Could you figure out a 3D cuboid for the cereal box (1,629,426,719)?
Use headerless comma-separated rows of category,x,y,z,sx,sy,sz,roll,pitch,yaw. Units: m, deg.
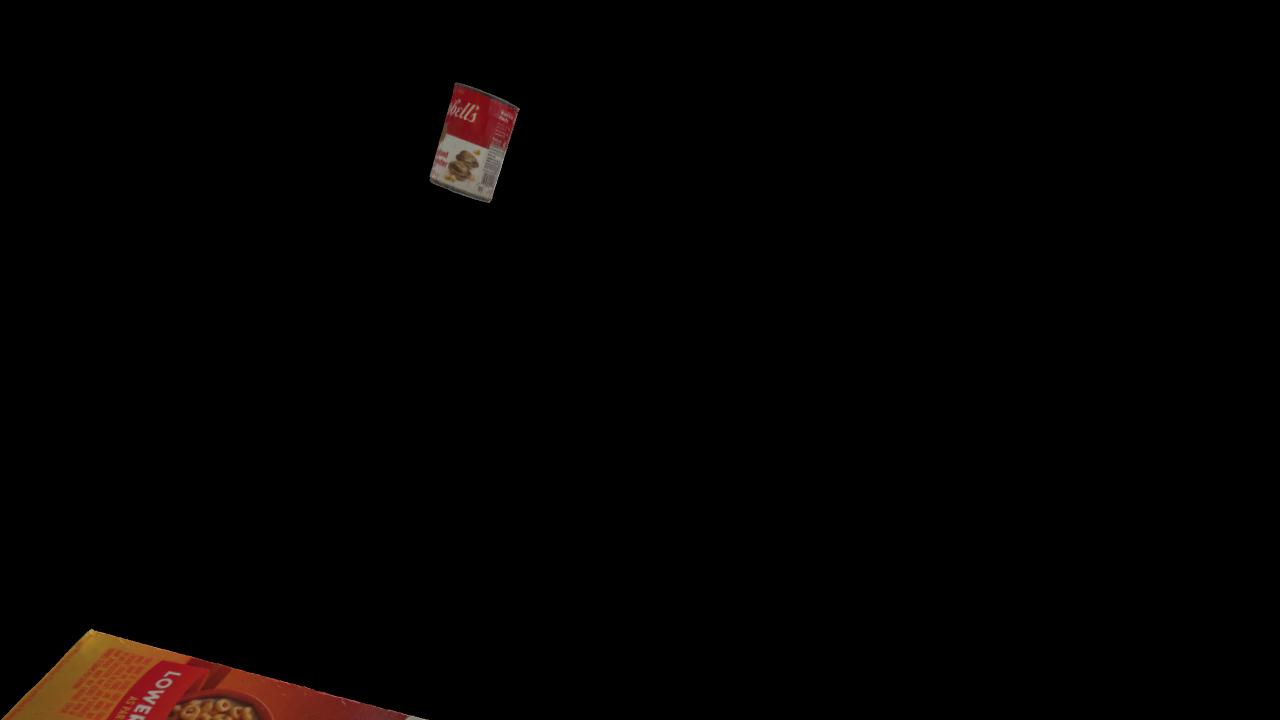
cereal box,-0.330,0.344,0.464,0.306,0.081,0.203,23,17,-13

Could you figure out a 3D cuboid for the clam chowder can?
clam chowder can,-0.173,-0.223,0.639,0.068,0.102,0.068,19,13,-4
